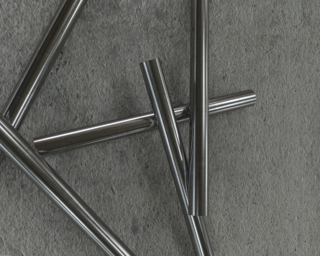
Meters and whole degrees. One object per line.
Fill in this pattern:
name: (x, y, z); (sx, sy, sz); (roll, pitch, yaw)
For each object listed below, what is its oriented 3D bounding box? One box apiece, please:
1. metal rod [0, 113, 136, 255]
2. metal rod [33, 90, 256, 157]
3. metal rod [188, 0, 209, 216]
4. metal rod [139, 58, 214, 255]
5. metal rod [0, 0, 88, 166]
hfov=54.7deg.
metal rod: (-0.095, 0.096, 0.358); (0.025, 0.025, 0.300); (-42, 109, -15)
metal rod: (-0.004, -0.011, 0.407); (0.302, 0.025, 0.025); (-14, 95, -20)
metal rod: (0.051, -0.041, 0.402); (0.025, 0.025, 0.299); (5, 79, -20)
metal rod: (0.028, 0.059, 0.400); (0.025, 0.025, 0.298); (-21, 104, -19)
metal rod: (-0.132, -0.085, 0.359); (0.025, 0.025, 0.299); (27, 81, -18)
